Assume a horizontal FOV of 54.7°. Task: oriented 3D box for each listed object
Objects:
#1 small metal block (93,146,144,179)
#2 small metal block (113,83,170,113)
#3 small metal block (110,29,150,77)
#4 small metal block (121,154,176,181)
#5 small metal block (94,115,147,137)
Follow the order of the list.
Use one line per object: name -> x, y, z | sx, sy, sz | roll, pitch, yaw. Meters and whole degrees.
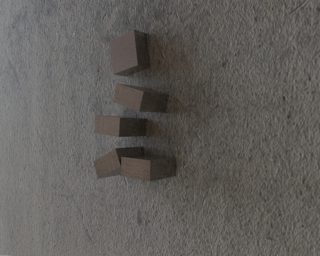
small metal block -> -0.056, 0.048, 0.435 | 0.050, 0.050, 0.025 | -31, 71, 36
small metal block -> -0.025, -0.039, 0.409 | 0.050, 0.050, 0.025 | 21, 104, 38
small metal block -> -0.043, -0.105, 0.441 | 0.050, 0.025, 0.050 | -11, 83, 39
small metal block -> -0.015, 0.050, 0.401 | 0.050, 0.050, 0.025 | 2, 92, 40
small metal block -> -0.055, -0.003, 0.434 | 0.050, 0.050, 0.025 | 7, 95, 40
